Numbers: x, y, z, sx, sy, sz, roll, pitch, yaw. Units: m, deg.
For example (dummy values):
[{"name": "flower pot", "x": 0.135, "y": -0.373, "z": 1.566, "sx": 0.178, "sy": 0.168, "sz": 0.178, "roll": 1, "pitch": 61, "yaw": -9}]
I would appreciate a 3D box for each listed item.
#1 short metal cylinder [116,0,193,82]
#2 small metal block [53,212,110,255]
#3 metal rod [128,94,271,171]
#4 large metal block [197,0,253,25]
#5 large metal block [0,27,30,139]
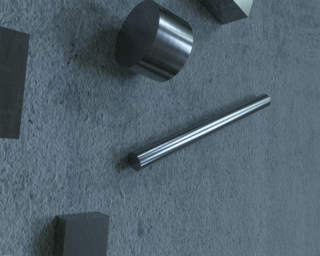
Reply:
[{"name": "short metal cylinder", "x": -0.008, "y": -0.099, "z": 0.362, "sx": 0.050, "sy": 0.080, "sz": 0.080, "roll": 17, "pitch": 80, "yaw": -39}, {"name": "small metal block", "x": -0.085, "y": 0.120, "z": 0.334, "sx": 0.050, "sy": 0.025, "sz": 0.050, "roll": 7, "pitch": 85, "yaw": -40}, {"name": "metal rod", "x": 0.079, "y": -0.004, "z": 0.470, "sx": 0.302, "sy": 0.025, "sz": 0.025, "roll": -22, "pitch": 104, "yaw": -38}, {"name": "large metal block", "x": 0.101, "y": -0.220, "z": 0.472, "sx": 0.080, "sy": 0.050, "sz": 0.080, "roll": 30, "pitch": 72, "yaw": -36}, {"name": "large metal block", "x": -0.146, "y": -0.034, "z": 0.246, "sx": 0.050, "sy": 0.080, "sz": 0.080, "roll": 7, "pitch": 86, "yaw": -40}]
